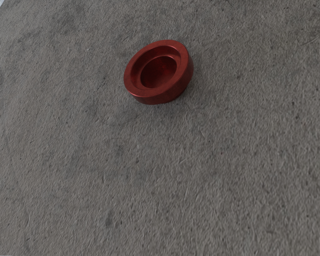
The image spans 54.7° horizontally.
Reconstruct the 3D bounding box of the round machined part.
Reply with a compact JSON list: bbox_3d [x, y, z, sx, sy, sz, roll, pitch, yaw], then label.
[{"bbox_3d":[0.002,-0.073,0.437,0.098,0.042,0.098,-13,56,21],"label":"round machined part"}]
